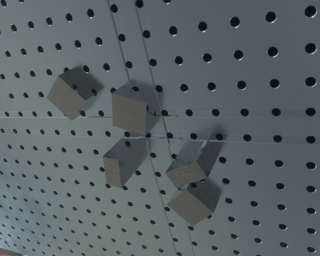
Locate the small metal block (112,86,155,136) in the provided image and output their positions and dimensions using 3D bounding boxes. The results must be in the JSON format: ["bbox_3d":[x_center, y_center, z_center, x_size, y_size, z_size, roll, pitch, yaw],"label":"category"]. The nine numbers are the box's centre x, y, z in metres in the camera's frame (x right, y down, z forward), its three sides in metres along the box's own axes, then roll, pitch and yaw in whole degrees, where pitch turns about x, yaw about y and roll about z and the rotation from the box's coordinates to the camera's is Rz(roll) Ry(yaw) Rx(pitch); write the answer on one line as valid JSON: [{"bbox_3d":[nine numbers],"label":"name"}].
[{"bbox_3d":[-0.035,-0.023,0.414,0.050,0.025,0.050,16,125,18],"label":"small metal block"}]

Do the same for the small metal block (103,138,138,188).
[{"bbox_3d":[-0.057,0.051,0.455,0.025,0.050,0.050,13,124,21],"label":"small metal block"}]

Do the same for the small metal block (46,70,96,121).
[{"bbox_3d":[-0.129,-0.047,0.448,0.050,0.025,0.050,43,129,-2],"label":"small metal block"}]

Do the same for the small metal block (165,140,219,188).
[{"bbox_3d":[0.042,0.046,0.401,0.050,0.050,0.025,-26,104,37],"label":"small metal block"}]

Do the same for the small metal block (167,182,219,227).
[{"bbox_3d":[0.048,0.109,0.453,0.050,0.025,0.050,41,129,0],"label":"small metal block"}]
